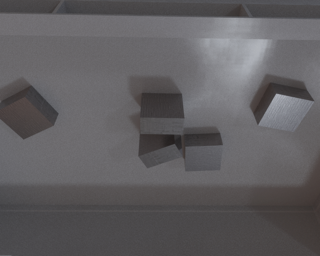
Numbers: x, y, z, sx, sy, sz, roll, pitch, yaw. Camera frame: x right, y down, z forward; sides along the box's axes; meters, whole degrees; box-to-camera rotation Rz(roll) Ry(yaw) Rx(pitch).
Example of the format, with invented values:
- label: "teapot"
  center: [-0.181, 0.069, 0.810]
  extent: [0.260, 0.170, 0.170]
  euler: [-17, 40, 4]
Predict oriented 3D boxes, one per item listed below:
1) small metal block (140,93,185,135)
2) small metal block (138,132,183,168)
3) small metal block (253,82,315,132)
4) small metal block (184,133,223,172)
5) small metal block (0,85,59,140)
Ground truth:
- label: "small metal block"
  center: [0.002, -0.018, 0.377]
  extent: [0.050, 0.050, 0.025]
  euler: [1, 130, -2]
- label: "small metal block"
  center: [0.001, 0.020, 0.410]
  extent: [0.050, 0.050, 0.025]
  euler: [-20, 128, 16]
- label: "small metal block"
  center: [0.154, -0.025, 0.390]
  extent: [0.050, 0.025, 0.050]
  euler: [10, 130, -9]
- label: "small metal block"
  center: [0.060, 0.035, 0.440]
  extent: [0.050, 0.025, 0.050]
  euler: [-2, 130, 1]
- label: "small metal block"
  center: [-0.167, -0.019, 0.391]
  extent: [0.050, 0.025, 0.050]
  euler: [-22, 127, 17]
